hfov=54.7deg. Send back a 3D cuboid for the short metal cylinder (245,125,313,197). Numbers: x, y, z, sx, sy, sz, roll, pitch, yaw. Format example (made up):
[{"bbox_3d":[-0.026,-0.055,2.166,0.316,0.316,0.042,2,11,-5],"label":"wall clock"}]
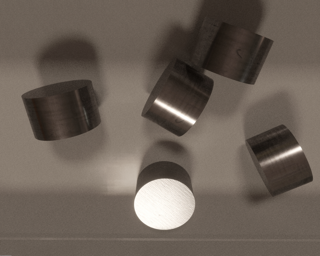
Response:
[{"bbox_3d":[0.151,0.042,0.400,0.050,0.080,0.080,-25,109,8],"label":"short metal cylinder"}]

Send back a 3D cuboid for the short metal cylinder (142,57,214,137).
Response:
[{"bbox_3d":[0.020,-0.037,0.369,0.050,0.080,0.080,29,107,-11],"label":"short metal cylinder"}]

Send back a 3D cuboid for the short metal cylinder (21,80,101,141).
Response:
[{"bbox_3d":[-0.116,-0.024,0.372,0.080,0.080,0.050,-9,110,3],"label":"short metal cylinder"}]

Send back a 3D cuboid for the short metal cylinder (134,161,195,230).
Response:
[{"bbox_3d":[0.006,0.093,0.433,0.081,0.050,0.079,0,110,-1],"label":"short metal cylinder"}]

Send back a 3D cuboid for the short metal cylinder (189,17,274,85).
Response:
[{"bbox_3d":[0.079,-0.088,0.351,0.080,0.080,0.050,17,109,-7],"label":"short metal cylinder"}]
